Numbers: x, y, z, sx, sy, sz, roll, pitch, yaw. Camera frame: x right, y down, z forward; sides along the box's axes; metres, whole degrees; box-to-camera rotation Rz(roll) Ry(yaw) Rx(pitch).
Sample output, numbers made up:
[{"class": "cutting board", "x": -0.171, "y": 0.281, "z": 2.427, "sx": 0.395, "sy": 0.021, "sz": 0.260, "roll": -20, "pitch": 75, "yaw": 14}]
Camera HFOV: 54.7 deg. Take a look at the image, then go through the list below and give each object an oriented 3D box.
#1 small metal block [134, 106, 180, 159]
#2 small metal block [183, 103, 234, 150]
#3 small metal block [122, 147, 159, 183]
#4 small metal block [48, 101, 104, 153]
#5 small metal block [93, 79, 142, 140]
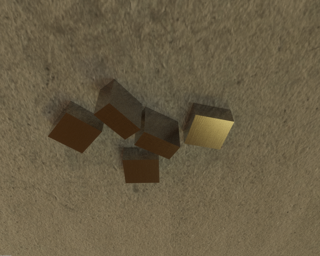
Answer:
[{"class": "small metal block", "x": -0.003, "y": 0.006, "z": 0.396, "sx": 0.050, "sy": 0.050, "sz": 0.025, "roll": 24, "pitch": 126, "yaw": -20}, {"class": "small metal block", "x": 0.062, "y": -0.002, "z": 0.407, "sx": 0.050, "sy": 0.025, "sz": 0.050, "roll": 10, "pitch": 130, "yaw": -9}, {"class": "small metal block", "x": -0.026, "y": 0.055, "z": 0.454, "sx": 0.050, "sy": 0.025, "sz": 0.050, "roll": -1, "pitch": 130, "yaw": 0}, {"class": "small metal block", "x": -0.109, "y": 0.000, "z": 0.406, "sx": 0.050, "sy": 0.025, "sz": 0.050, "roll": 31, "pitch": 123, "yaw": -24}, {"class": "small metal block", "x": -0.048, "y": -0.023, "z": 0.371, "sx": 0.025, "sy": 0.050, "sz": 0.050, "roll": -33, "pitch": 123, "yaw": 24}]
